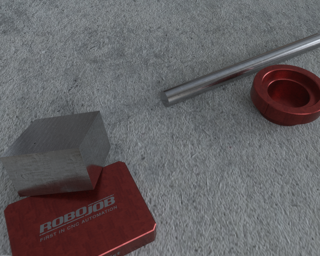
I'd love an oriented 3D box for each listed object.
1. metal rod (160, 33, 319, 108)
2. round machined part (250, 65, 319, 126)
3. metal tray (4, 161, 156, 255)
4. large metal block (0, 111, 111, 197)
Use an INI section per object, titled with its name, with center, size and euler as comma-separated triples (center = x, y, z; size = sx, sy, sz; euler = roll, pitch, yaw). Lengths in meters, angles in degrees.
[metal rod]
center = 0.139, -0.096, 0.485
size = 0.302, 0.025, 0.025
euler = -23, 54, -19
[round machined part]
center = 0.175, -0.041, 0.429
size = 0.099, 0.042, 0.098
euler = 0, 50, 0
[metal tray]
center = -0.080, 0.097, 0.317
size = 0.131, 0.030, 0.090
euler = -21, 53, -17
[large metal block]
center = -0.107, 0.026, 0.338
size = 0.080, 0.050, 0.080
euler = -7, 28, 8
